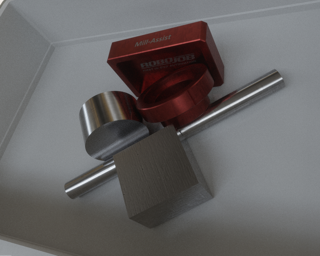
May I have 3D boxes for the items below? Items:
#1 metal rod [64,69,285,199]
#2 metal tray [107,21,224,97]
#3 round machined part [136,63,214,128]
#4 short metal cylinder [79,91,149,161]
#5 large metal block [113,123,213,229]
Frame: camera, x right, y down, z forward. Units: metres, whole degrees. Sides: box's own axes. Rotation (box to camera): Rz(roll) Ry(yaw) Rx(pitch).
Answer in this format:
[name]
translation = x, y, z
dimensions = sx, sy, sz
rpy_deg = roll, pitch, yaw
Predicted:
[metal rod]
translation = 0.011, 0.012, 0.389
dimensions = 0.301, 0.025, 0.025
rpy_deg = -29, 52, 9
[metal tray]
translation = 0.009, -0.083, 0.406
dimensions = 0.130, 0.090, 0.030
rpy_deg = -6, 59, 24
[round machined part]
translation = 0.023, -0.036, 0.384
dimensions = 0.098, 0.042, 0.098
rpy_deg = -26, 24, 13
[short metal cylinder]
translation = -0.060, -0.001, 0.399
dimensions = 0.080, 0.080, 0.050
rpy_deg = -29, 52, 9
[large metal block]
translation = 0.002, 0.055, 0.350
dimensions = 0.080, 0.050, 0.080
rpy_deg = -29, 52, 9
